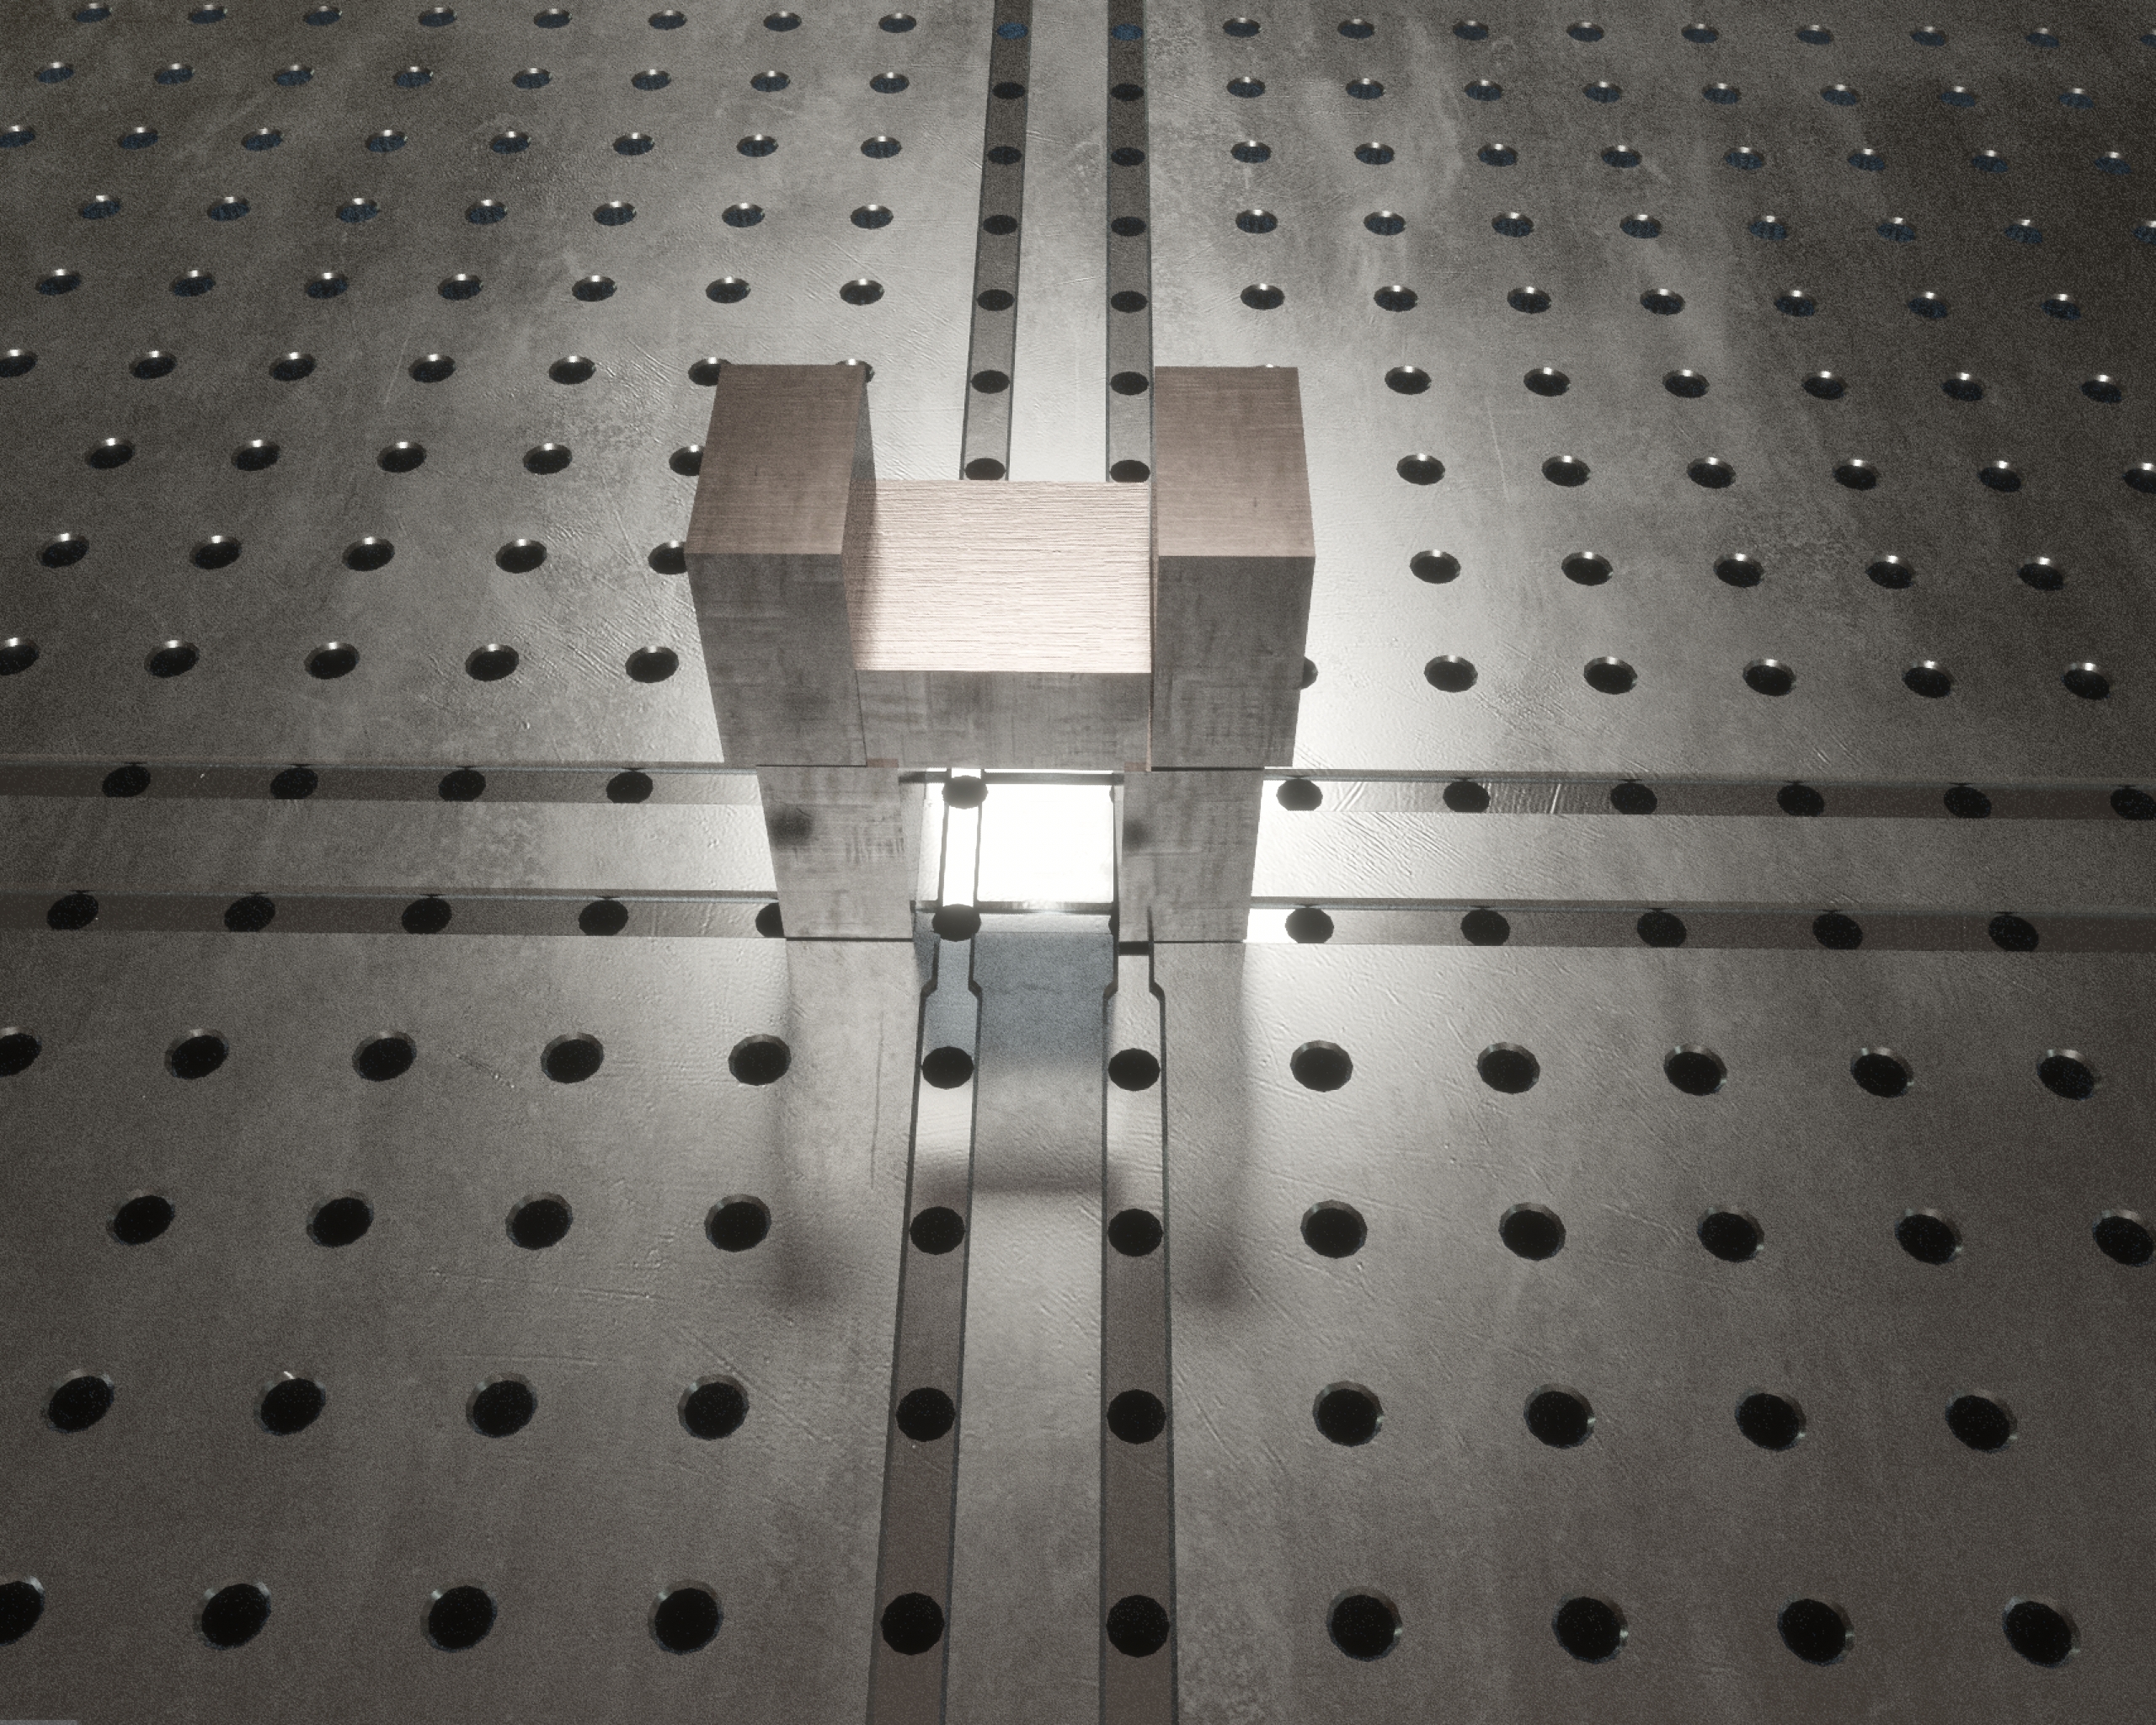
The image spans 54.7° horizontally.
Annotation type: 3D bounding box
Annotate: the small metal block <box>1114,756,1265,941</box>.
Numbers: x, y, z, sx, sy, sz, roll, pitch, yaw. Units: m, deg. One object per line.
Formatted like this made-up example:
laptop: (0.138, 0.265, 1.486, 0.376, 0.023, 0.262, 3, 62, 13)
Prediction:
small metal block: (0.020, -0.020, 0.408, 0.025, 0.050, 0.050, -1, 50, -1)

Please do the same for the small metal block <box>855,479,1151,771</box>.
small metal block: (-0.013, -0.044, 0.380, 0.050, 0.025, 0.050, 1, 50, 0)

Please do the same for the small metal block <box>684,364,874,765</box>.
small metal block: (-0.050, -0.052, 0.369, 0.025, 0.050, 0.050, 0, 50, 0)

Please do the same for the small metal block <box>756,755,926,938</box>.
small metal block: (-0.045, -0.020, 0.407, 0.025, 0.050, 0.050, 1, 50, 0)

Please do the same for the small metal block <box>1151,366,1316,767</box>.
small metal block: (0.026, -0.052, 0.369, 0.025, 0.050, 0.050, 0, 50, 0)
